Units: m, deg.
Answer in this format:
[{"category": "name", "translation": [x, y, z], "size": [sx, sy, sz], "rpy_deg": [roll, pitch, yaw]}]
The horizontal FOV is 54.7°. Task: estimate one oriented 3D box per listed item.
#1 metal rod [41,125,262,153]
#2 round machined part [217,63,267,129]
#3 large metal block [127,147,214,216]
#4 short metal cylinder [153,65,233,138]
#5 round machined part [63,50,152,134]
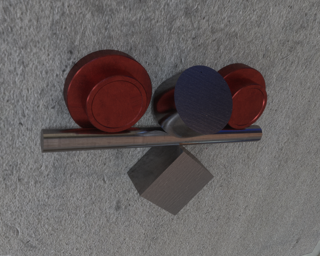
[{"category": "metal rod", "translation": [0.011, 0.011, 0.393], "size": [0.303, 0.025, 0.025], "rpy_deg": [-1, 119, -28]}, {"category": "round machined part", "translation": [0.110, -0.037, 0.434], "size": [0.099, 0.042, 0.097], "rpy_deg": [-14, 124, -21]}, {"category": "large metal block", "translation": [0.015, 0.066, 0.439], "size": [0.080, 0.050, 0.080], "rpy_deg": [-46, 129, 4]}, {"category": "short metal cylinder", "translation": [0.039, -0.029, 0.372], "size": [0.081, 0.050, 0.080], "rpy_deg": [4, 81, -27]}, {"category": "round machined part", "translation": [-0.053, -0.034, 0.346], "size": [0.099, 0.042, 0.097], "rpy_deg": [-14, 124, -21]}]
